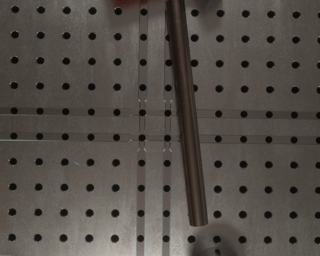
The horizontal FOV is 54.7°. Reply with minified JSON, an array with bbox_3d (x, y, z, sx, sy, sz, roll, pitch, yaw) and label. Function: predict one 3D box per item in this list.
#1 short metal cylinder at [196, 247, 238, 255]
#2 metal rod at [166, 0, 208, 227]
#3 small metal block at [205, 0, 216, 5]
[{"bbox_3d":[0.078,0.204,0.402,0.081,0.050,0.079,0,90,-1],"label":"short metal cylinder"},{"bbox_3d":[0.036,-0.020,0.413,0.025,0.025,0.298,-6,90,-1],"label":"metal rod"},{"bbox_3d":[0.064,-0.198,0.402,0.025,0.050,0.050,-29,90,0],"label":"small metal block"}]
